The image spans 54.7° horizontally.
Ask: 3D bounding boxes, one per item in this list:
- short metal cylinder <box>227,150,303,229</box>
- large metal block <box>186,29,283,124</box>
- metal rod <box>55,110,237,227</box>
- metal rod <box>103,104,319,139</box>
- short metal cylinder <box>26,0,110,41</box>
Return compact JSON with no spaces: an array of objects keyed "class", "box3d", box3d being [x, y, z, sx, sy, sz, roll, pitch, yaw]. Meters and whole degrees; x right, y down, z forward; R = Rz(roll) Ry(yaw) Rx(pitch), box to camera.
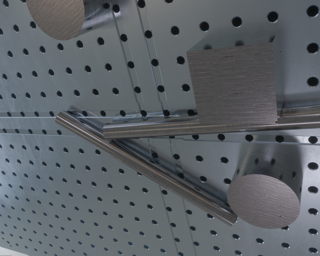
[{"class":"short metal cylinder","box3d":[0.127,0.073,0.374,0.080,0.050,0.079,13,124,21]},{"class":"large metal block","box3d":[0.080,-0.051,0.321,0.080,0.050,0.080,0,119,28]},{"class":"metal rod","box3d":[-0.025,0.055,0.458,0.301,0.025,0.025,29,128,9]},{"class":"metal rod","box3d":[0.055,-0.005,0.379,0.300,0.025,0.025,-4,117,30]},{"class":"short metal cylinder","box3d":[-0.106,-0.148,0.359,0.080,0.050,0.079,13,124,21]}]
